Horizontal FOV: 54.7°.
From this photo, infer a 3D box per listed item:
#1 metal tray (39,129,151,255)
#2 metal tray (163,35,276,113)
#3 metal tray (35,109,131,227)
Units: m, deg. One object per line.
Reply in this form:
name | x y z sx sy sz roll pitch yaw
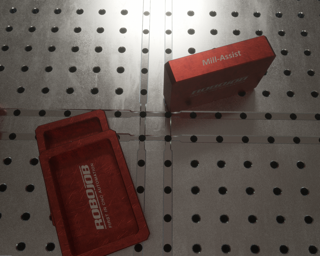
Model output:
metal tray | -0.073 0.076 0.348 0.091 0.030 0.130 -19 71 -7
metal tray | 0.071 -0.067 0.402 0.131 0.090 0.030 -17 71 -6
metal tray | -0.097 0.049 0.389 0.091 0.030 0.130 -16 71 -6
